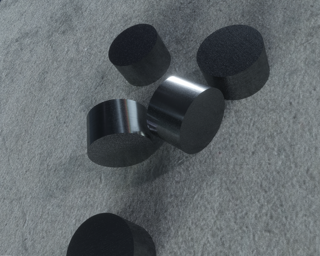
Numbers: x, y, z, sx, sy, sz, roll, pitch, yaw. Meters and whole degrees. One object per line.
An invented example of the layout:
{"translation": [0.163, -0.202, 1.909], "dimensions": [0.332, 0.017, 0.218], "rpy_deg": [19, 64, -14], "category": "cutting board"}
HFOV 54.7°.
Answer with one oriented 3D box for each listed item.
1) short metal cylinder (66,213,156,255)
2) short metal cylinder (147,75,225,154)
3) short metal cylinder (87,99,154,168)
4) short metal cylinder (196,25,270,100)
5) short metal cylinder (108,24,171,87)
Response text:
{"translation": [-0.051, 0.137, 0.330], "dimensions": [0.080, 0.050, 0.080], "rpy_deg": [-13, 56, 20], "category": "short metal cylinder"}
{"translation": [0.031, -0.016, 0.361], "dimensions": [0.050, 0.080, 0.080], "rpy_deg": [28, 77, 37], "category": "short metal cylinder"}
{"translation": [-0.050, 0.008, 0.388], "dimensions": [0.080, 0.080, 0.050], "rpy_deg": [-21, 54, 15], "category": "short metal cylinder"}
{"translation": [0.092, -0.082, 0.389], "dimensions": [0.080, 0.050, 0.080], "rpy_deg": [-13, 56, 20], "category": "short metal cylinder"}
{"translation": [-0.030, -0.110, 0.470], "dimensions": [0.080, 0.050, 0.080], "rpy_deg": [-13, 56, 20], "category": "short metal cylinder"}
